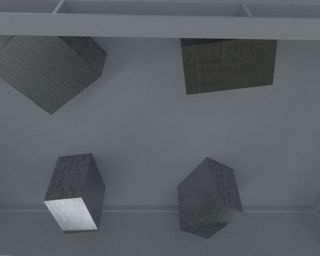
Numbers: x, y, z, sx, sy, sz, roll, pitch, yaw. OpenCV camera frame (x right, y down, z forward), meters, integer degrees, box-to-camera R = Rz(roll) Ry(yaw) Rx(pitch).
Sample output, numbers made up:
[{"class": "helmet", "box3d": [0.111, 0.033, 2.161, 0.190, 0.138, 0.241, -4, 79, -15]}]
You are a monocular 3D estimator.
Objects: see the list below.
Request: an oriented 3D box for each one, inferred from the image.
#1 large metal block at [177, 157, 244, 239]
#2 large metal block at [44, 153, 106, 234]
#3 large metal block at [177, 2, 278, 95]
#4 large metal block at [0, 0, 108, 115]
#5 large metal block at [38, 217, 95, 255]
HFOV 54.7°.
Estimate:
[{"class": "large metal block", "box3d": [0.071, 0.105, 0.464, 0.050, 0.080, 0.080, 25, 126, -20]}, {"class": "large metal block", "box3d": [-0.120, 0.096, 0.453, 0.050, 0.080, 0.080, -7, 130, 5]}, {"class": "large metal block", "box3d": [0.061, -0.080, 0.306, 0.080, 0.080, 0.050, -6, 130, 5]}, {"class": "large metal block", "box3d": [-0.116, -0.073, 0.329, 0.080, 0.050, 0.080, -32, 124, 24]}, {"class": "large metal block", "box3d": [-0.166, 0.209, 0.551, 0.080, 0.080, 0.050, 22, 126, -18]}]
